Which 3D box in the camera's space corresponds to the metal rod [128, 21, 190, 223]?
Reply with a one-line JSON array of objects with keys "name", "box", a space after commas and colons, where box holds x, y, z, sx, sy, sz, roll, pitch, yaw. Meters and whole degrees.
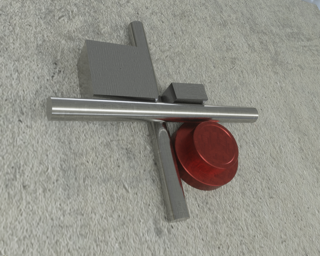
[{"name": "metal rod", "box": [-0.008, -0.026, 0.418, 0.025, 0.025, 0.299, 2, 61, -28]}]

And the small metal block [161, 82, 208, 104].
[{"name": "small metal block", "box": [0.030, -0.038, 0.430, 0.050, 0.050, 0.025, -1, 63, -29]}]

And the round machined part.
[{"name": "round machined part", "box": [0.064, 0.030, 0.411, 0.099, 0.042, 0.098, 14, 56, -21]}]

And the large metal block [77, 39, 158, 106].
[{"name": "large metal block", "box": [-0.057, -0.060, 0.396, 0.081, 0.050, 0.080, 1, 62, -28]}]

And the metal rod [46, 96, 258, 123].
[{"name": "metal rod", "box": [0.015, -0.020, 0.395, 0.303, 0.025, 0.025, 0, 62, -33]}]
